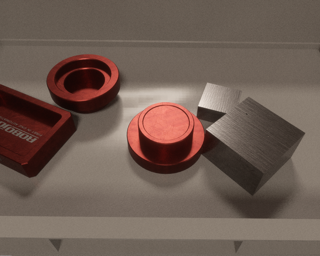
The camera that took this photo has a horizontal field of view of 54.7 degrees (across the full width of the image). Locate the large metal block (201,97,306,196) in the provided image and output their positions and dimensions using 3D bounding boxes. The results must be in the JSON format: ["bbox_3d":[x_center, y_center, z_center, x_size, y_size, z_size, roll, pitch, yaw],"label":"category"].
[{"bbox_3d":[0.109,0.019,0.374,0.080,0.050,0.080,-35,59,-26],"label":"large metal block"}]

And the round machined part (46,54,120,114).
[{"bbox_3d":[-0.106,-0.059,0.442,0.099,0.042,0.098,0,50,0],"label":"round machined part"}]

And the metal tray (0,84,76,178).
[{"bbox_3d":[-0.189,-0.001,0.399,0.130,0.030,0.090,21,53,16],"label":"metal tray"}]

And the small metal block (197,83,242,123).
[{"bbox_3d":[0.083,-0.033,0.434,0.050,0.025,0.050,16,52,12],"label":"small metal block"}]

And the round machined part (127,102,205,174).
[{"bbox_3d":[0.007,0.005,0.390,0.099,0.042,0.098,0,50,0],"label":"round machined part"}]
